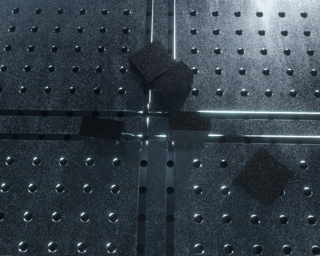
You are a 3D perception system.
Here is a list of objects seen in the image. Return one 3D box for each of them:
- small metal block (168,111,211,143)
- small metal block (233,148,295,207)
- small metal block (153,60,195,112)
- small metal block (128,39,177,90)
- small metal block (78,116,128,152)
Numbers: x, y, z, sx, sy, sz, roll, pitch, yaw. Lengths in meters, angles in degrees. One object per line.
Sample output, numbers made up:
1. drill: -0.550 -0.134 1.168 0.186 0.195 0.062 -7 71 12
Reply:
1. small metal block: 0.036 0.000 0.399 0.050 0.050 0.025 2 70 1
2. small metal block: 0.130 0.062 0.390 0.050 0.025 0.050 39 75 13
3. small metal block: 0.018 -0.056 0.419 0.050 0.050 0.025 -40 75 -13
4. small metal block: -0.010 -0.091 0.445 0.050 0.025 0.050 -35 74 -12
5. small metal block: -0.070 0.009 0.395 0.050 0.050 0.025 8 70 3
